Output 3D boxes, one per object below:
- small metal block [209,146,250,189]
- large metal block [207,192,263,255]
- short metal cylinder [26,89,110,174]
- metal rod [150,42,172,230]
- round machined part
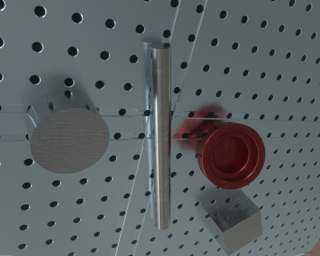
[{"bbox_3d":[0.117,0.066,0.516,0.050,0.025,0.050,-35,129,-5],"label":"small metal block"},{"bbox_3d":[0.143,0.181,0.586,0.080,0.050,0.080,-27,128,-12],"label":"large metal block"},{"bbox_3d":[-0.102,0.003,0.341,0.081,0.050,0.079,-14,124,-21],"label":"short metal cylinder"},{"bbox_3d":[0.003,0.032,0.432,0.025,0.025,0.298,-15,125,-20],"label":"metal rod"},{"bbox_3d":[0.103,0.039,0.465,0.099,0.042,0.097,-2,98,-12],"label":"round machined part"}]
